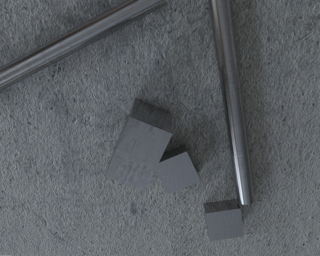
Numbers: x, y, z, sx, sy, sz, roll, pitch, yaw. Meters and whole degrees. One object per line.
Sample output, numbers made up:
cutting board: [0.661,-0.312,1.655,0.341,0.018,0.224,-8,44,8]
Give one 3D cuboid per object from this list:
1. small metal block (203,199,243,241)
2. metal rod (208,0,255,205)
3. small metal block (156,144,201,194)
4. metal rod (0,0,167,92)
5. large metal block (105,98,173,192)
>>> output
small metal block: [0.094,0.137,0.462,0.050,0.025,0.050,-9,110,3]
metal rod: [0.094,-0.033,0.399,0.025,0.025,0.298,-11,110,4]
small metal block: [0.023,0.057,0.431,0.050,0.025,0.050,-23,109,8]
metal rod: [-0.133,-0.090,0.374,0.301,0.025,0.025,-25,109,8]
large metal block: [-0.025,0.018,0.387,0.050,0.080,0.079,22,109,-8]
